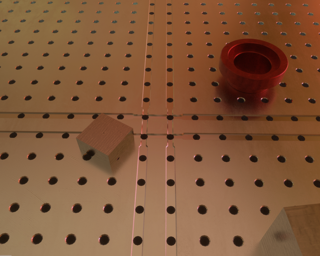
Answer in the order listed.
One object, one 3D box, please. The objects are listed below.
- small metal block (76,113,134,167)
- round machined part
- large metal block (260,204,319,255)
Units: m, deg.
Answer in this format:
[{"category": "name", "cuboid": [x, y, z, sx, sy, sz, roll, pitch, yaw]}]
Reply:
[{"category": "small metal block", "cuboid": [-0.069, 0.014, 0.395, 0.050, 0.025, 0.050, 26, 55, 20]}, {"category": "round machined part", "cuboid": [0.139, -0.091, 0.474, 0.099, 0.042, 0.098, 0, 50, 0]}, {"category": "large metal block", "cuboid": [0.135, 0.121, 0.271, 0.050, 0.080, 0.080, -5, 50, -4]}]
